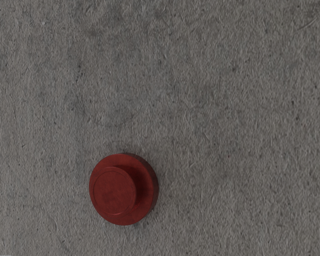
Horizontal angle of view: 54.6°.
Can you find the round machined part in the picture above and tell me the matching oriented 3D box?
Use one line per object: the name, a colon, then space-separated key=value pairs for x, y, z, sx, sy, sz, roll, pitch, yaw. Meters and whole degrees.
round machined part: x=-0.055 y=0.084 z=0.420 sx=0.098 sy=0.042 sz=0.097 roll=0 pitch=90 yaw=20
